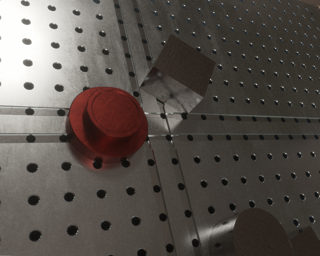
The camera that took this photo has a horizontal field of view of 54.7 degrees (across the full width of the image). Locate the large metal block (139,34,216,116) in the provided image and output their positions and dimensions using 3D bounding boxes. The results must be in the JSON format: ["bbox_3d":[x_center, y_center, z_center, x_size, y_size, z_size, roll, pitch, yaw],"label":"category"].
[{"bbox_3d":[0.027,-0.078,0.457,0.080,0.050,0.080,30,52,-9],"label":"large metal block"}]

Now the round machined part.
[{"bbox_3d":[-0.059,-0.010,0.373,0.099,0.042,0.098,14,56,-21],"label":"round machined part"}]

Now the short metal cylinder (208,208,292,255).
[{"bbox_3d":[0.105,0.140,0.365,0.081,0.050,0.080,14,56,-21],"label":"short metal cylinder"}]

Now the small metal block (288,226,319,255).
[{"bbox_3d":[0.191,0.166,0.412,0.050,0.025,0.050,-14,69,-34],"label":"small metal block"}]
